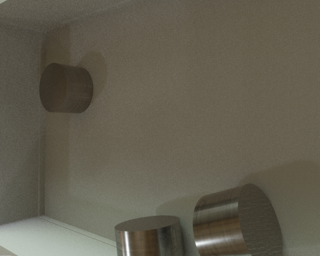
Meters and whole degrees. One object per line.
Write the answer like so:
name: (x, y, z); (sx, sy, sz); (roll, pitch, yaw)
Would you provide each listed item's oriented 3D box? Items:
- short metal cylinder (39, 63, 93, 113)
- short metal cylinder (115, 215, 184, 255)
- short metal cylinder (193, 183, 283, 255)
short metal cylinder: (-0.157, -0.065, 0.517); (0.080, 0.050, 0.079); (0, 90, 39)
short metal cylinder: (-0.013, 0.142, 0.380); (0.080, 0.081, 0.050); (-11, 83, 39)
short metal cylinder: (0.077, 0.100, 0.306); (0.050, 0.081, 0.080); (-26, 74, 37)
